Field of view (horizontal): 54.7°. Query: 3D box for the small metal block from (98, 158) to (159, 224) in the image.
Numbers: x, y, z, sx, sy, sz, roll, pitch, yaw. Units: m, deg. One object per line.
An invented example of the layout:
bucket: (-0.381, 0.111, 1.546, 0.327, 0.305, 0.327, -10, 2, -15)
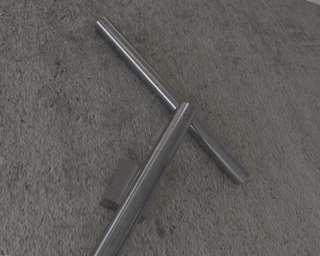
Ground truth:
small metal block: (-0.032, 0.070, 0.344, 0.050, 0.025, 0.050, 29, 52, -10)

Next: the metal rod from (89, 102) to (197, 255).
metal rod: (-0.034, 0.089, 0.301, 0.025, 0.025, 0.301, 34, 60, -6)

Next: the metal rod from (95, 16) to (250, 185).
metal rod: (0.014, -0.042, 0.436, 0.300, 0.025, 0.025, 48, 51, 6)
